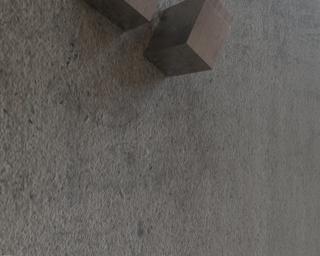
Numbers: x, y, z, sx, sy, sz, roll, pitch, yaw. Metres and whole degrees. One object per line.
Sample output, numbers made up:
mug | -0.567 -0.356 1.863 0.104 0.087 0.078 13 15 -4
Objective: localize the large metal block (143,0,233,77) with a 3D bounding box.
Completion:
large metal block | 0.035 -0.117 0.398 0.050 0.080 0.080 36 68 -34

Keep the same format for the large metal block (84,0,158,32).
large metal block | -0.043 -0.171 0.352 0.080 0.050 0.080 30 71 -36
